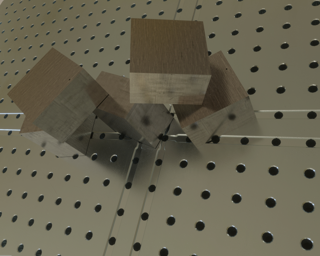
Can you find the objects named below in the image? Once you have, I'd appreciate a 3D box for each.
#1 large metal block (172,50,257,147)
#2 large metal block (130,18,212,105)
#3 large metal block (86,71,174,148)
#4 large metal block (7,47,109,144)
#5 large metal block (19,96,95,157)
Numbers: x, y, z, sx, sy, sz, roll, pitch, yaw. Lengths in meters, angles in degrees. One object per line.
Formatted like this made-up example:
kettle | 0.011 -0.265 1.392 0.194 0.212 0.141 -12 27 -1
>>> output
large metal block | 0.060 -0.035 0.382 0.080 0.050 0.080 -27 53 11
large metal block | 0.008 -0.074 0.344 0.081 0.050 0.080 1 58 -5
large metal block | -0.041 -0.024 0.407 0.080 0.080 0.050 20 73 35
large metal block | -0.124 -0.041 0.377 0.080 0.050 0.080 -49 51 -7
large metal block | -0.144 -0.011 0.452 0.050 0.080 0.080 -6 59 25
